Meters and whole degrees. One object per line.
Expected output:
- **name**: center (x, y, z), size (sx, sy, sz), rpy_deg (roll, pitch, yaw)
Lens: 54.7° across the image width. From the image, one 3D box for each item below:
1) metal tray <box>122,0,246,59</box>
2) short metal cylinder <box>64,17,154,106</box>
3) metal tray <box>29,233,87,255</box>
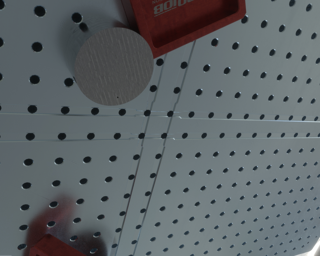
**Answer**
- **metal tray**: center (0.028, -0.142, 0.334), size (0.131, 0.030, 0.090), rpy_deg (-27, 128, -11)
- **short metal cylinder**: center (-0.053, -0.070, 0.323), size (0.081, 0.050, 0.079), rpy_deg (-14, 124, -21)
- **metal tray**: center (-0.142, 0.222, 0.430), size (0.030, 0.090, 0.129), rpy_deg (-37, 149, -64)
